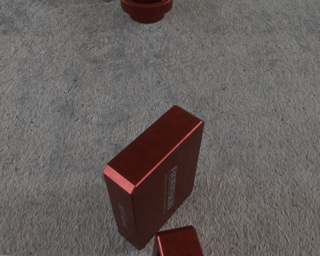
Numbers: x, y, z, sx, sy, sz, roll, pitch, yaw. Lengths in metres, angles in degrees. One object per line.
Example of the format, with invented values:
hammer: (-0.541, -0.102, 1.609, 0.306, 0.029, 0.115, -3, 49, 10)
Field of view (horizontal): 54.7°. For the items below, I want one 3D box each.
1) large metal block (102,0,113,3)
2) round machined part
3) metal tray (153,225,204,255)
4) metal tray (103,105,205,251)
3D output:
large metal block: (-0.112, -0.315, 0.650, 0.080, 0.050, 0.080, 31, 56, 23)
round machined part: (-0.025, -0.235, 0.590, 0.099, 0.042, 0.098, 0, 50, 0)
metal tray: (0.023, 0.153, 0.231, 0.030, 0.089, 0.130, -7, 50, -12)
metal tray: (-0.003, 0.052, 0.292, 0.030, 0.129, 0.090, 33, 57, 24)
